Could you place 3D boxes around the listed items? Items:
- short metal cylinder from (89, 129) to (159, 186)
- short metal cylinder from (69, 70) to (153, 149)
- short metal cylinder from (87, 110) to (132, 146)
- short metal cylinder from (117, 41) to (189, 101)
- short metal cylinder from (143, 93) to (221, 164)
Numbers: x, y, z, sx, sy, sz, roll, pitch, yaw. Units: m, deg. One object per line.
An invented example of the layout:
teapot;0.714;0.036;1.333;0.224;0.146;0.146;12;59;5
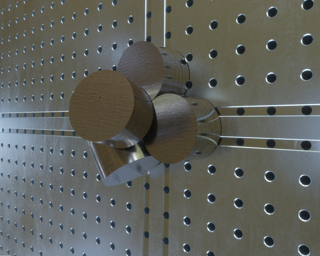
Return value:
short metal cylinder;-0.046;0.035;0.409;0.080;0.081;0.050;-41;66;32
short metal cylinder;-0.055;-0.020;0.352;0.080;0.050;0.080;-5;77;21
short metal cylinder;-0.066;-0.007;0.426;0.080;0.081;0.050;-41;65;32
short metal cylinder;-0.010;-0.066;0.398;0.080;0.050;0.079;0;90;39
short metal cylinder;0.025;0.001;0.370;0.080;0.050;0.079;0;90;39
